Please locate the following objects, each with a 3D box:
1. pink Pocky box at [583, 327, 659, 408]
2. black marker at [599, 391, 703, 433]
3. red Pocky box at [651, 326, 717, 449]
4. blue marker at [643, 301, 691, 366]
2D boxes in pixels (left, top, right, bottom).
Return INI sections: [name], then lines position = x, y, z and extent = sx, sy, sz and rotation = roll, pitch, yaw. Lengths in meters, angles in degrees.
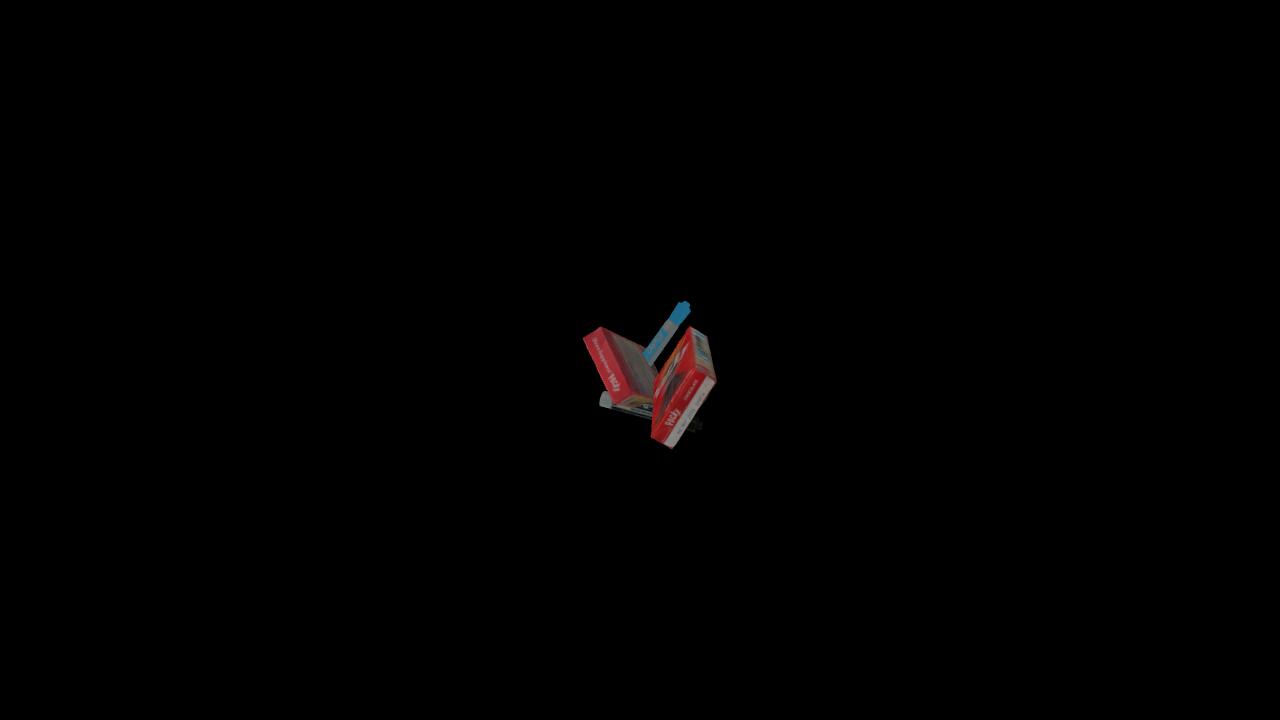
[pink Pocky box]
position = -0.010, 0.015, 0.720
extent = 0.029, 0.084, 0.155
rotation = -30, -16, 12
[black marker]
position = 0.013, 0.060, 0.704
extent = 0.121, 0.020, 0.020
rotation = 14, 3, 13
[red Pocky box]
position = 0.043, 0.023, 0.636
extent = 0.028, 0.083, 0.155
rotation = 28, 17, -6
[blue marker]
position = 0.024, -0.022, 0.754
extent = 0.020, 0.121, 0.020
rotation = 30, 22, -14
